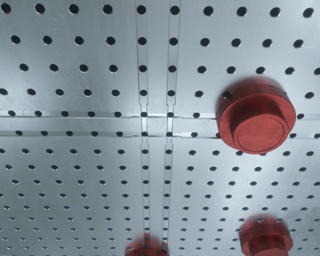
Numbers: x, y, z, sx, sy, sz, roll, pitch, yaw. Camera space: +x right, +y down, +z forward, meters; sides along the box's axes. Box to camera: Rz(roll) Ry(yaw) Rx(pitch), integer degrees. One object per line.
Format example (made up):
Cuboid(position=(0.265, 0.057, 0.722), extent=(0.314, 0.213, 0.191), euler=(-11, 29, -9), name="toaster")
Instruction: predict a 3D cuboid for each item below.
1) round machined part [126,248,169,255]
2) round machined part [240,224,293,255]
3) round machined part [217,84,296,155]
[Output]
Cuboid(position=(-0.027, 0.297, 0.653), extent=(0.099, 0.042, 0.097), euler=(0, 130, 0), name="round machined part")
Cuboid(position=(0.207, 0.231, 0.598), extent=(0.099, 0.042, 0.097), euler=(0, 130, 0), name="round machined part")
Cuboid(position=(0.124, -0.004, 0.398), extent=(0.099, 0.042, 0.097), euler=(0, 130, 0), name="round machined part")
